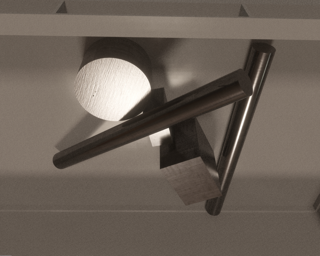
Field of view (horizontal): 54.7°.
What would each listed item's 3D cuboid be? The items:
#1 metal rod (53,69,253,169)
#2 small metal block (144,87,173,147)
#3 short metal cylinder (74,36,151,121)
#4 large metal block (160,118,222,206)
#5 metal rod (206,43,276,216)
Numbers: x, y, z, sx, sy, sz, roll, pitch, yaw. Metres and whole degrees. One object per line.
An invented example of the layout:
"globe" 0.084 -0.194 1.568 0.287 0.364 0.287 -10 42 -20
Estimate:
"metal rod" -0.036 0.005 0.355 0.299 0.025 0.025 -22 129 39
"small metal block" -0.002 -0.014 0.381 0.025 0.050 0.050 -9 130 7
"short metal cylinder" -0.050 -0.054 0.346 0.081 0.050 0.079 0 130 0
"large metal block" 0.040 0.042 0.409 0.050 0.080 0.080 -20 128 16
"metal rod" 0.102 0.026 0.432 0.025 0.025 0.298 3 130 -3
